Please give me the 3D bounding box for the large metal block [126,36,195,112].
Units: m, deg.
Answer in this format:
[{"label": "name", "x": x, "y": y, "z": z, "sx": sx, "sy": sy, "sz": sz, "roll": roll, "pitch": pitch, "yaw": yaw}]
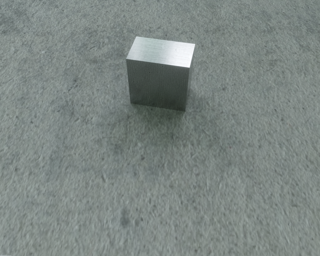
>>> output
[{"label": "large metal block", "x": 0.002, "y": -0.074, "z": 0.429, "sx": 0.080, "sy": 0.080, "sz": 0.050, "roll": 9, "pitch": 51, "yaw": 7}]
